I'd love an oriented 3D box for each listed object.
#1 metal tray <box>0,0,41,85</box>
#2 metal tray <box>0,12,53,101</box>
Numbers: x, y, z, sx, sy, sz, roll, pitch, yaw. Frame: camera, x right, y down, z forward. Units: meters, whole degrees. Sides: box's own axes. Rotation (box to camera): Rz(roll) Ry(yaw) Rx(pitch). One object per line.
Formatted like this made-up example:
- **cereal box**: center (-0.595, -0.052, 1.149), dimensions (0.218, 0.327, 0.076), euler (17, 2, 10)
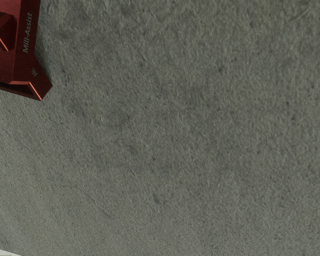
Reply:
- **metal tray**: center (-0.202, -0.128, 0.394), dimensions (0.090, 0.030, 0.129), euler (17, 103, 22)
- **metal tray**: center (-0.214, -0.097, 0.420), dimensions (0.090, 0.030, 0.129), euler (16, 149, 18)
